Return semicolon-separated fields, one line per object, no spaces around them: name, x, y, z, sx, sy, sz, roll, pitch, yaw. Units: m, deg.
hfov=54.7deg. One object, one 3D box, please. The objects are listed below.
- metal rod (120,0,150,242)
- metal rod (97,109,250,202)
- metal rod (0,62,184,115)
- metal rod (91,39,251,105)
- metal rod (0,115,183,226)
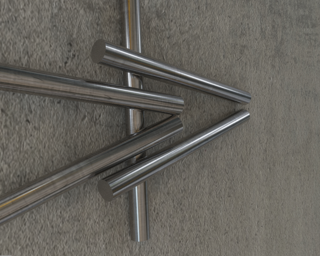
metal rod;-0.031;-0.012;0.382;0.025;0.025;0.298;-4;93;-40
metal rod;0.043;0.022;0.424;0.302;0.025;0.025;-23;105;-44
metal rod;-0.102;-0.041;0.304;0.302;0.025;0.025;6;86;-34
metal rod;0.041;-0.064;0.422;0.302;0.025;0.025;7;86;-46
metal rod;-0.095;0.051;0.309;0.302;0.025;0.025;-26;107;-32
